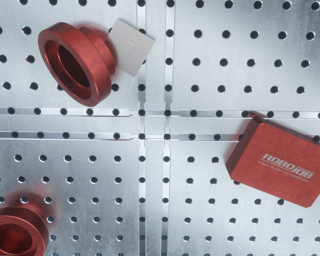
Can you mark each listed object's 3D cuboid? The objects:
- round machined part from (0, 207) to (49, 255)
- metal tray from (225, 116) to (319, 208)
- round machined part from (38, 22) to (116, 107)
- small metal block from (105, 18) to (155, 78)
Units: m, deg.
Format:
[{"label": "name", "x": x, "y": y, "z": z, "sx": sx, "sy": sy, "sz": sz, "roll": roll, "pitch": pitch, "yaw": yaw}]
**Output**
[{"label": "round machined part", "x": -0.214, "y": 0.158, "z": 0.460, "sx": 0.099, "sy": 0.042, "sz": 0.097, "roll": 0, "pitch": 110, "yaw": -1}, {"label": "metal tray", "x": 0.170, "y": 0.049, "z": 0.431, "sx": 0.131, "sy": 0.030, "sz": 0.089, "roll": 22, "pitch": 108, "yaw": -9}, {"label": "round machined part", "x": -0.090, "y": -0.076, "z": 0.356, "sx": 0.042, "sy": 0.098, "sz": 0.098, "roll": -43, "pitch": 110, "yaw": -29}, {"label": "small metal block", "x": -0.040, "y": -0.098, "z": 0.377, "sx": 0.050, "sy": 0.025, "sz": 0.050, "roll": 29, "pitch": 107, "yaw": -11}]
